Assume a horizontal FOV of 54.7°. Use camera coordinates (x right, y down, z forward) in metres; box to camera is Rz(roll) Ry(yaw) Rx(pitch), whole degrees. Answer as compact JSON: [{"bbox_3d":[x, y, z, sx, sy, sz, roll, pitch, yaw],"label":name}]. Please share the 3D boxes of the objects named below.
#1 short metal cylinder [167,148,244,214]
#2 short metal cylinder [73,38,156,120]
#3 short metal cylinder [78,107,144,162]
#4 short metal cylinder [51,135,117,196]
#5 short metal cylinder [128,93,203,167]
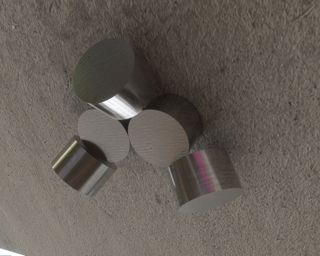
[{"bbox_3d":[0.054,0.066,0.377,0.080,0.081,0.050,-43,52,39],"label":"short metal cylinder"},{"bbox_3d":[-0.052,-0.055,0.358,0.080,0.080,0.050,2,162,27],"label":"short metal cylinder"},{"bbox_3d":[-0.064,0.000,0.425,0.080,0.050,0.079,13,124,21],"label":"short metal cylinder"},{"bbox_3d":[-0.110,0.055,0.457,0.080,0.080,0.050,39,89,1],"label":"short metal cylinder"},{"bbox_3d":[0.007,0.002,0.389,0.080,0.050,0.079,13,124,21],"label":"short metal cylinder"}]
